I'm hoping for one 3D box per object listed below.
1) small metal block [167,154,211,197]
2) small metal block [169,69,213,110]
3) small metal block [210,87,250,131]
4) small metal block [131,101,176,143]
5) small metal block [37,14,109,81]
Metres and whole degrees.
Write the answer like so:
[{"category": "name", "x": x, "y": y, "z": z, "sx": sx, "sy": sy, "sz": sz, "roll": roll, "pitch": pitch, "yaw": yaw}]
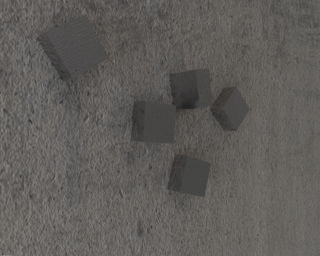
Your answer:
[{"category": "small metal block", "x": 0.042, "y": 0.068, "z": 0.440, "sx": 0.050, "sy": 0.025, "sz": 0.050, "roll": 21, "pitch": 77, "yaw": -38}, {"category": "small metal block", "x": 0.042, "y": -0.052, "z": 0.423, "sx": 0.025, "sy": 0.050, "sz": 0.050, "roll": -12, "pitch": 98, "yaw": -39}, {"category": "small metal block", "x": 0.113, "y": -0.030, "z": 0.499, "sx": 0.050, "sy": 0.025, "sz": 0.050, "roll": 52, "pitch": 60, "yaw": -28}, {"category": "small metal block", "x": -0.008, "y": -0.006, "z": 0.398, "sx": 0.050, "sy": 0.025, "sz": 0.050, "roll": 5, "pitch": 87, "yaw": -40}, {"category": "small metal block", "x": -0.091, "y": -0.085, "z": 0.328, "sx": 0.050, "sy": 0.025, "sz": 0.050, "roll": -40, "pitch": 115, "yaw": -32}]
